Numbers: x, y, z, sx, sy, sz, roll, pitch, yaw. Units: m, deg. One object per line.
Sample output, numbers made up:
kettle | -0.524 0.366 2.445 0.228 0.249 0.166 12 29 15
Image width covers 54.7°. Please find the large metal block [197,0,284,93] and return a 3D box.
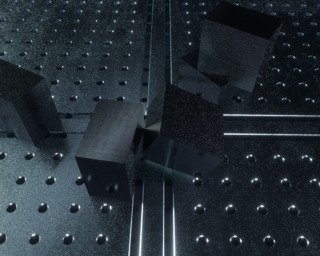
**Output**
large metal block | 0.099 -0.103 0.395 0.080 0.080 0.050 26 55 20

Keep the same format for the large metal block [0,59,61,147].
large metal block | -0.185 -0.033 0.397 0.080 0.080 0.050 23 54 18

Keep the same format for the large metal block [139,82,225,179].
large metal block | 0.028 0.004 0.369 0.080 0.050 0.080 22 48 -17

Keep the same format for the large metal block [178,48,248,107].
large metal block | 0.085 -0.080 0.460 0.081 0.050 0.080 -32 57 -24

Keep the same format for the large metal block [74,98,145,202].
large metal block | -0.050 0.026 0.350 0.050 0.080 0.080 8 50 6
